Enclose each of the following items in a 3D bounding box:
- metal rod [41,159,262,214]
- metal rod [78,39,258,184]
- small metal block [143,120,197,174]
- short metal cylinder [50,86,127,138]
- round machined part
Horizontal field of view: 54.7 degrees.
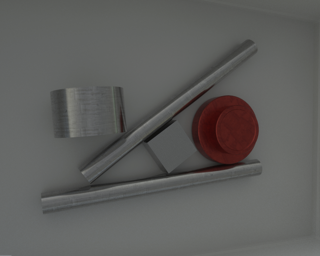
[{"bbox_3d":[0.004,0.073,0.412,0.303,0.025,0.025,-6,92,-20],"label":"metal rod"},{"bbox_3d":[0.022,-0.031,0.418,0.301,0.025,0.025,-38,103,-16],"label":"metal rod"},{"bbox_3d":[0.013,0.024,0.414,0.050,0.025,0.050,-37,102,-16],"label":"small metal block"},{"bbox_3d":[-0.080,-0.018,0.351,0.081,0.080,0.050,-5,92,-20],"label":"short metal cylinder"},{"bbox_3d":[0.099,0.002,0.436,0.099,0.042,0.097,0,90,-21],"label":"round machined part"}]
